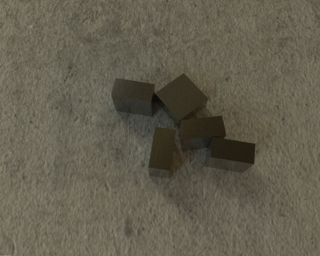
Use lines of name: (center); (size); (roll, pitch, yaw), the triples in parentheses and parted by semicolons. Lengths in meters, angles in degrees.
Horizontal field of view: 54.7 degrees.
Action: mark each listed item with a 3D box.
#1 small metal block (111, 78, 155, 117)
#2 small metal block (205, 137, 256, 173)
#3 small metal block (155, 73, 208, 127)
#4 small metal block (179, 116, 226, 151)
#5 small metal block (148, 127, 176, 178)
small metal block: (-0.034, -0.039, 0.409); (0.050, 0.050, 0.025); (9, 71, 3)
small metal block: (0.085, 0.034, 0.383); (0.050, 0.050, 0.025); (9, 71, 3)
small metal block: (0.029, -0.038, 0.423); (0.050, 0.025, 0.050); (-37, 74, -13)
small metal block: (0.052, 0.008, 0.393); (0.050, 0.050, 0.025); (-7, 71, -3)
small metal block: (0.003, 0.032, 0.383); (0.025, 0.050, 0.050); (8, 70, 3)
